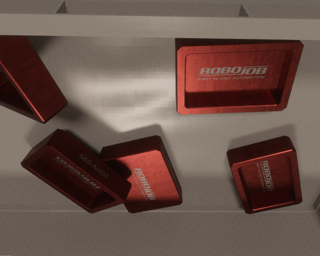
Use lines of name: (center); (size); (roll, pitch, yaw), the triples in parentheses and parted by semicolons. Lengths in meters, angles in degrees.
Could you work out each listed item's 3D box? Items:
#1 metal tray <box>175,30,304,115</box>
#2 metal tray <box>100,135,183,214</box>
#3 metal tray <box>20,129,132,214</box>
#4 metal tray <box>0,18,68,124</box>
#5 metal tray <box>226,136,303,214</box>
metal tray: (0.084, -0.061, 0.354); (0.131, 0.030, 0.089); (-2, 130, 1)
metal tray: (-0.025, 0.075, 0.469); (0.090, 0.030, 0.129); (-13, 129, 10)
metal tray: (-0.116, 0.065, 0.432); (0.130, 0.030, 0.090); (43, 134, -21)
metal tray: (-0.157, -0.059, 0.303); (0.130, 0.030, 0.090); (17, 143, 39)
metal tray: (0.162, 0.076, 0.473); (0.090, 0.030, 0.130); (-16, 129, 13)
